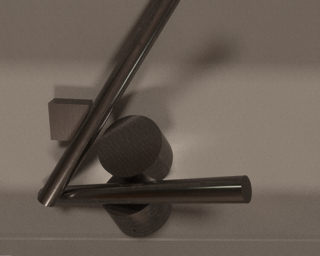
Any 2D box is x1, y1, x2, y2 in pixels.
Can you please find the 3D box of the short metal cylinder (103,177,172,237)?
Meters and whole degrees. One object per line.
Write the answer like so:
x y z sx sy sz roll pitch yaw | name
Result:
-0.030 0.095 0.411 0.080 0.080 0.050 -18 128 6 | short metal cylinder

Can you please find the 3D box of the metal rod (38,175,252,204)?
-0.044 0.076 0.363 0.300 0.025 0.025 -10 113 35 | metal rod

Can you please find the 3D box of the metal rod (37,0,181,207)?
-0.067 -0.030 0.378 0.025 0.025 0.299 31 99 -11 | metal rod

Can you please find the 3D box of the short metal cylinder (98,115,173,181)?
-0.029 0.031 0.386 0.080 0.080 0.050 -21 149 7 | short metal cylinder

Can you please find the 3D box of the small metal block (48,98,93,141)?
-0.115 -0.011 0.406 0.050 0.025 0.050 2 110 -2 | small metal block
